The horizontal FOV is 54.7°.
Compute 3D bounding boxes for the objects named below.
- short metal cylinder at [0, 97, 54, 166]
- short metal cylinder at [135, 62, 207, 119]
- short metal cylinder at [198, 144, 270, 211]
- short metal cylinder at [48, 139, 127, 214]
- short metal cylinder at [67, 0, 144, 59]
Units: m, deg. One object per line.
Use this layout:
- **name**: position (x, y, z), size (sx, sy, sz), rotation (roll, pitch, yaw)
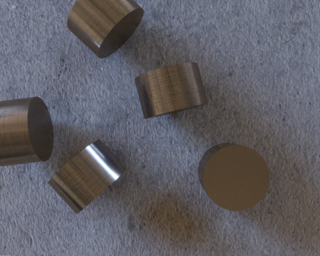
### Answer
- **short metal cylinder**: position (-0.170, 0.004, 0.380), size (0.050, 0.080, 0.079), rotation (-7, 90, 0)
- **short metal cylinder**: position (0.014, -0.045, 0.383), size (0.080, 0.080, 0.050), rotation (-14, 90, 0)
- **short metal cylinder**: position (0.092, 0.060, 0.399), size (0.081, 0.050, 0.079), rotation (0, 90, -1)
- **short metal cylinder**: position (-0.088, 0.059, 0.381), size (0.080, 0.080, 0.050), rotation (-42, 91, 0)
- **short metal cylinder**: position (-0.066, -0.133, 0.382), size (0.050, 0.080, 0.080), rotation (44, 90, 0)
